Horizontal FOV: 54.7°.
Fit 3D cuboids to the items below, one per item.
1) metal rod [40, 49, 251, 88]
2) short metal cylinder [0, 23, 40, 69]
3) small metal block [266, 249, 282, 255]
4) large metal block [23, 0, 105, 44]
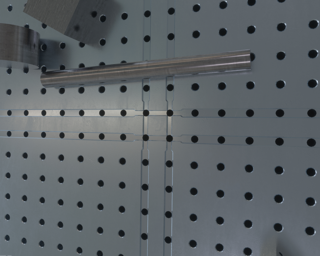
[{"bbox_3d":[-0.032,-0.078,0.423,0.301,0.025,0.025,-2,90,19],"label":"metal rod"},{"bbox_3d":[-0.223,-0.119,0.462,0.080,0.080,0.050,3,91,20],"label":"short metal cylinder"},{"bbox_3d":[0.139,0.174,0.350,0.025,0.050,0.050,-42,77,15],"label":"small metal block"},{"bbox_3d":[-0.136,-0.181,0.447,0.080,0.050,0.080,31,100,17],"label":"large metal block"}]
